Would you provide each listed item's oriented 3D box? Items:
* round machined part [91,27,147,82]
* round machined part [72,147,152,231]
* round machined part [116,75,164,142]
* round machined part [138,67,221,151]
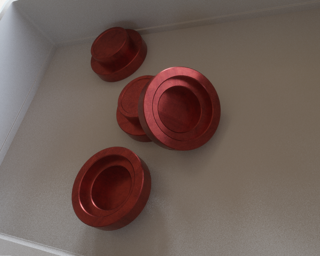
[{"bbox_3d":[-0.074,-0.128,0.513,0.098,0.042,0.098,-13,56,21],"label":"round machined part"},{"bbox_3d":[-0.054,0.075,0.377,0.098,0.042,0.098,-13,56,21],"label":"round machined part"},{"bbox_3d":[-0.018,-0.033,0.425,0.098,0.042,0.098,-13,56,21],"label":"round machined part"},{"bbox_3d":[0.020,-0.021,0.374,0.098,0.098,0.042,-60,16,-15],"label":"round machined part"}]
